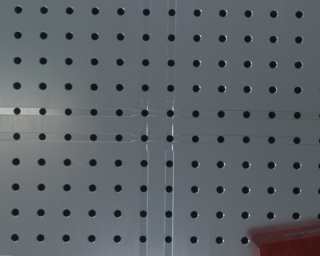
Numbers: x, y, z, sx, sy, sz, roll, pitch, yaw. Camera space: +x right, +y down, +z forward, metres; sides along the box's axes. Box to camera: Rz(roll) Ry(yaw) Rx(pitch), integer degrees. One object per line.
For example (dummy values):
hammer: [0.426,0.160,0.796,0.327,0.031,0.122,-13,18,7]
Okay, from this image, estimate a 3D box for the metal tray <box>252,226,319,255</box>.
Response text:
metal tray: [0.197,0.183,0.412,0.131,0.030,0.090,-8,90,0]
